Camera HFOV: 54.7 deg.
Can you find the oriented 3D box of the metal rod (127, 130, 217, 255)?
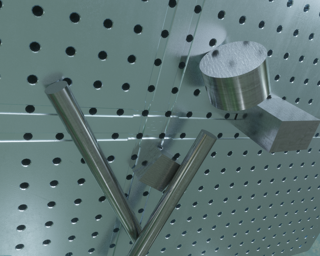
[{"bbox_3d":[-0.002,0.135,0.462,0.025,0.025,0.298,18,108,-36],"label":"metal rod"}]

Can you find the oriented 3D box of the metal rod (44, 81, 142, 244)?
[{"bbox_3d":[-0.072,0.070,0.416,0.025,0.025,0.299,-27,128,-12],"label":"metal rod"}]

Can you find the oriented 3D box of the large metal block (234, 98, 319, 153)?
[{"bbox_3d":[0.175,-0.007,0.469,0.081,0.080,0.050,-2,119,-28],"label":"large metal block"}]

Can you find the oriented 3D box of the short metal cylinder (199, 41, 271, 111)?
[{"bbox_3d":[0.095,-0.066,0.389,0.080,0.080,0.050,-30,129,-9],"label":"short metal cylinder"}]

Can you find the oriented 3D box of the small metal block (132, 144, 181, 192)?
[{"bbox_3d":[-0.002,0.059,0.448,0.050,0.025,0.050,-49,129,6],"label":"small metal block"}]
